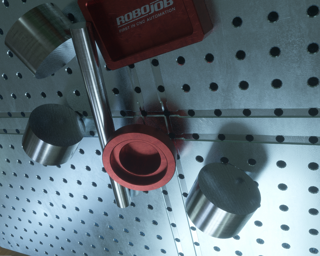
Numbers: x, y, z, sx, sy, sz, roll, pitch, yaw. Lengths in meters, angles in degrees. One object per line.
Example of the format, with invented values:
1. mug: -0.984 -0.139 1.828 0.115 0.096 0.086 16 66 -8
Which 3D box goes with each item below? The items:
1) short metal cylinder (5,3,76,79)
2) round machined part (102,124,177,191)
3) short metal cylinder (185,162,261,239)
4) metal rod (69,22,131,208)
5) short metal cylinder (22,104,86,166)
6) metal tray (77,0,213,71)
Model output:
1. short metal cylinder: -0.140 -0.106 0.384 0.050 0.080 0.080 48 129 -5
2. round machined part: -0.025 0.036 0.424 0.099 0.042 0.097 3 122 6
3. short metal cylinder: 0.078 0.090 0.390 0.080 0.080 0.050 27 128 11
4. metal rod: -0.075 0.005 0.433 0.025 0.025 0.298 11 129 22
5. short metal cylinder: -0.160 0.010 0.466 0.080 0.080 0.050 39 129 1
6. metal tray: -0.019 -0.124 0.340 0.130 0.030 0.090 -10 113 32
